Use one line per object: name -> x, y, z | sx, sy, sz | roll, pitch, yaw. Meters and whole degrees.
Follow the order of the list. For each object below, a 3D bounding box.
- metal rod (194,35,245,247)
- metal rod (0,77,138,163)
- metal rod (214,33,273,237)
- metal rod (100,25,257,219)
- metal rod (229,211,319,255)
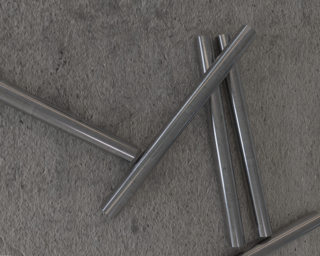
metal rod -> 0.085, 0.021, 0.440 | 0.025, 0.025, 0.298 | -11, 94, -20
metal rod -> -0.161, -0.034, 0.349 | 0.301, 0.025, 0.025 | 28, 81, -18
metal rod -> 0.123, 0.013, 0.454 | 0.025, 0.025, 0.298 | -15, 95, -19
metal rod -> 0.027, -0.012, 0.400 | 0.025, 0.025, 0.300 | 40, 84, -16
metal rod -> 0.120, 0.192, 0.453 | 0.302, 0.025, 0.025 | -19, 97, -19
